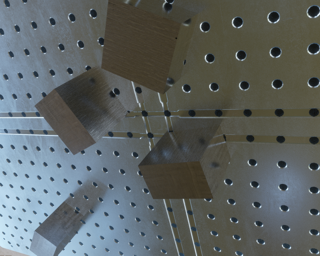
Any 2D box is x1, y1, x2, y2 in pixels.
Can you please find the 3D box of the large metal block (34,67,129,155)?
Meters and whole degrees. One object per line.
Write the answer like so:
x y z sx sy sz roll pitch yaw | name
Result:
-0.101 -0.024 0.415 0.050 0.080 0.080 -27 104 37 | large metal block

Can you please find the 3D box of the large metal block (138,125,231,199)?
0.033 0.042 0.385 0.080 0.080 0.050 -9 114 32 | large metal block

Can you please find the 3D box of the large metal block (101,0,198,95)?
-0.013 -0.096 0.344 0.080 0.050 0.079 25 127 13 | large metal block

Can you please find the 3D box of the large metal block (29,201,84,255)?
-0.204 0.207 0.612 0.050 0.080 0.080 34 129 6 | large metal block
